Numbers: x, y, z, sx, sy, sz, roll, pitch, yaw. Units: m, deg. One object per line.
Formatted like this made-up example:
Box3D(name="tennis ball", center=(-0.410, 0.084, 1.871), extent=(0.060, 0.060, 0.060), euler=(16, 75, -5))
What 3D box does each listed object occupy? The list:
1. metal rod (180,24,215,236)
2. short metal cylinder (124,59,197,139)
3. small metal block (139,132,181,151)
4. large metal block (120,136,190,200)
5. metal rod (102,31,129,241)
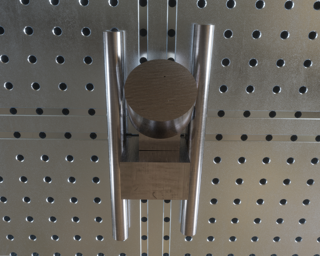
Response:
Box3D(name="metal rod", center=(0.048, 0.017, 0.420), extent=(0.025, 0.025, 0.298), euler=(2, 110, -1))
Box3D(name="short metal cylinder", center=(0.001, -0.033, 0.365), extent=(0.081, 0.050, 0.080), euler=(1, 66, -1))
Box3D(name="small metal block", center=(-0.001, 0.007, 0.402), extent=(0.050, 0.050, 0.025), euler=(1, 110, -1))
Box3D(name="large metal block", center=(-0.006, 0.049, 0.399), extent=(0.081, 0.080, 0.050), euler=(1, 110, -1))
Box3D(name="metal rod", center=(-0.058, 0.024, 0.422), extent=(0.025, 0.025, 0.298), euler=(1, 110, 0))
